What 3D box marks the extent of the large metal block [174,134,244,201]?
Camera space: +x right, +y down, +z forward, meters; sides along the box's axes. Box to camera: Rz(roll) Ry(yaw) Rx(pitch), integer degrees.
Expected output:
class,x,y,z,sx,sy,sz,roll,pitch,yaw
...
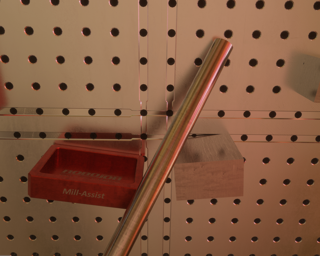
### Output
class,x,y,z,sx,sy,sz,roll,pitch,yaw
large metal block,0.058,0.048,0.402,0.080,0.080,0.050,-4,110,1

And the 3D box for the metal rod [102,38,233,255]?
class,x,y,z,sx,sy,sz,roll,pitch,yaw
metal rod,0.009,0.029,0.353,0.025,0.025,0.299,30,80,-10

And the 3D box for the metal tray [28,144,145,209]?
class,x,y,z,sx,sy,sz,roll,pitch,yaw
metal tray,-0.088,0.060,0.399,0.131,0.090,0.030,8,110,-3

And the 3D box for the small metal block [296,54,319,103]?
class,x,y,z,sx,sy,sz,roll,pitch,yaw
small metal block,0.196,-0.061,0.379,0.025,0.050,0.050,5,110,-2
